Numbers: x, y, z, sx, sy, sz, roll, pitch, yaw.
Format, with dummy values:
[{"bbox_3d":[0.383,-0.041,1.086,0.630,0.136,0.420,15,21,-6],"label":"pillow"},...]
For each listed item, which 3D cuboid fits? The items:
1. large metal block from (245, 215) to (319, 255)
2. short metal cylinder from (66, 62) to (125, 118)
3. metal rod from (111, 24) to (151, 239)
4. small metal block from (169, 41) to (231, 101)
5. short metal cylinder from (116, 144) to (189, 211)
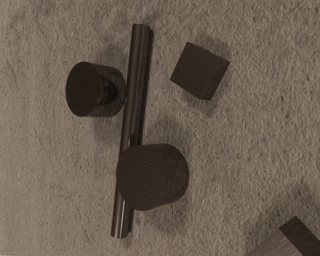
[{"bbox_3d":[0.121,0.143,0.288,0.080,0.050,0.080,51,119,27],"label":"large metal block"},{"bbox_3d":[-0.097,-0.056,0.466,0.080,0.050,0.079,0,90,39],"label":"short metal cylinder"},{"bbox_3d":[-0.042,0.008,0.437,0.025,0.025,0.298,11,97,39],"label":"metal rod"},{"bbox_3d":[0.046,-0.067,0.365,0.050,0.025,0.050,39,113,33],"label":"small metal block"},{"bbox_3d":[-0.010,0.060,0.395,0.080,0.050,0.079,0,90,39],"label":"short metal cylinder"}]
